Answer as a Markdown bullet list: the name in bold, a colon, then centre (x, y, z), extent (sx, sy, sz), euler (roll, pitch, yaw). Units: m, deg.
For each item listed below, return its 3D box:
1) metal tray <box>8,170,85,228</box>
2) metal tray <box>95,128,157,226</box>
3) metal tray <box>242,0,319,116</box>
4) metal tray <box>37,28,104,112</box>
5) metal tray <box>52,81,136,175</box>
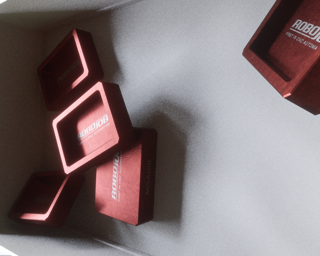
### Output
- **metal tray**: centre (-0.195, 0.119, 0.529), extent (0.130, 0.030, 0.090), euler (-11, 46, 39)
- **metal tray**: centre (-0.050, 0.063, 0.443), extent (0.090, 0.030, 0.129), euler (5, 93, 39)
- **metal tray**: centre (0.119, -0.077, 0.251), extent (0.089, 0.030, 0.130), euler (-58, 14, 23)
- **metal tray**: centre (-0.157, -0.095, 0.529), extent (0.130, 0.030, 0.090), euler (-31, 71, 35)
- **metal tray**: centre (-0.099, 0.003, 0.442), extent (0.130, 0.030, 0.090), euler (-31, 71, 35)
